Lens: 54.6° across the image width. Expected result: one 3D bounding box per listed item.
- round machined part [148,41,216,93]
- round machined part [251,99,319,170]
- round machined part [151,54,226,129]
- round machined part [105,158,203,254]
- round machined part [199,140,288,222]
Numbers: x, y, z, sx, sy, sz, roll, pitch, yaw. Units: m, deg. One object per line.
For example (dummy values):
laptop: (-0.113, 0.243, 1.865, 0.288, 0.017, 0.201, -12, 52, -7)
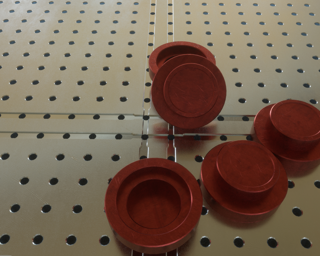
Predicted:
round machined part: (0.032, -0.085, 0.469, 0.099, 0.042, 0.098, 0, 50, 0)
round machined part: (0.170, 0.002, 0.396, 0.099, 0.042, 0.098, 0, 50, 0)
round machined part: (0.038, -0.047, 0.401, 0.099, 0.042, 0.097, 0, 93, -2)
round machined part: (-0.006, 0.083, 0.327, 0.099, 0.042, 0.098, 0, 50, 0)
round machined part: (0.096, 0.052, 0.353, 0.099, 0.042, 0.098, 0, 50, 0)
